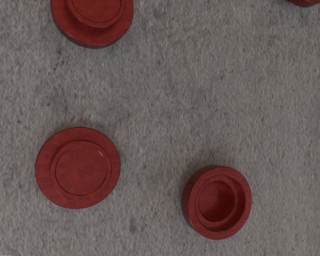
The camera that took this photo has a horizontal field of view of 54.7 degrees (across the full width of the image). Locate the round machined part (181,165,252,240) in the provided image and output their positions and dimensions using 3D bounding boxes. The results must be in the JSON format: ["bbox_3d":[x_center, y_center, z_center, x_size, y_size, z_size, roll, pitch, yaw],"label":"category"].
[{"bbox_3d":[0.074,0.099,0.429,0.099,0.042,0.097,0,90,-21],"label":"round machined part"}]

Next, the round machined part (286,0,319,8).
[{"bbox_3d":[0.221,-0.237,0.483,0.099,0.042,0.097,0,90,-21],"label":"round machined part"}]

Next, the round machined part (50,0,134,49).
[{"bbox_3d":[-0.079,-0.149,0.371,0.099,0.042,0.097,0,90,-21],"label":"round machined part"}]

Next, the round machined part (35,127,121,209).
[{"bbox_3d":[-0.095,0.048,0.366,0.099,0.042,0.097,0,90,-21],"label":"round machined part"}]
